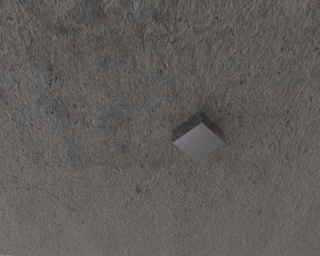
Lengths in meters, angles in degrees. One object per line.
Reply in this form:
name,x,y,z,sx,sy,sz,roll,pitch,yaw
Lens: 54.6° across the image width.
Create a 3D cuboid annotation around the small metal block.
small metal block,0.052,0.012,0.418,0.050,0.025,0.050,-37,121,27
